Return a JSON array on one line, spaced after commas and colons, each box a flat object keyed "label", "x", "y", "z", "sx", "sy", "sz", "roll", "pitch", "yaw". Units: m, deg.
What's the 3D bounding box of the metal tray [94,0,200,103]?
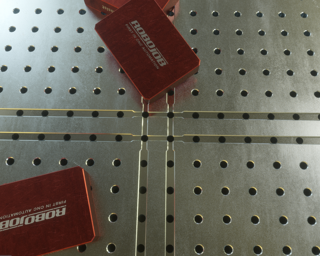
[{"label": "metal tray", "x": -0.017, "y": -0.111, "z": 0.430, "sx": 0.090, "sy": 0.030, "sz": 0.130, "roll": -35, "pitch": 83, "yaw": -1}]

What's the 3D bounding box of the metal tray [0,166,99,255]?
[{"label": "metal tray", "x": -0.146, "y": 0.106, "z": 0.370, "sx": 0.131, "sy": 0.030, "sz": 0.090, "roll": -14, "pitch": 71, "yaw": -5}]

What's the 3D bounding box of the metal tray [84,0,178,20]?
[{"label": "metal tray", "x": -0.045, "y": -0.212, "z": 0.486, "sx": 0.130, "sy": 0.030, "sz": 0.090, "roll": 28, "pitch": 72, "yaw": 10}]
